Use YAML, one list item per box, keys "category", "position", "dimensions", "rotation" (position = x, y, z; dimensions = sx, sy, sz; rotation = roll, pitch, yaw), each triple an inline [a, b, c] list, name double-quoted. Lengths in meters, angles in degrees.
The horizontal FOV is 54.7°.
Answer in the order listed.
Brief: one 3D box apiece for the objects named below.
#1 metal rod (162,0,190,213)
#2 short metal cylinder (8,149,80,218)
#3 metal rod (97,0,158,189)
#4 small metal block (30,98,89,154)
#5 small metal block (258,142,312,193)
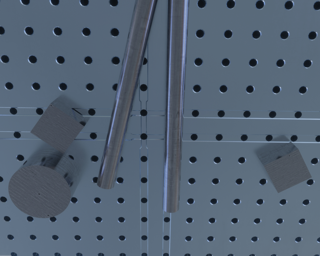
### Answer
- category: "metal rod"
  position: [0.019, -0.022, 0.405]
  dimensions: [0.025, 0.025, 0.298]
  rotation: [1, 110, -1]
- category: "short metal cylinder"
  position: [-0.156, 0.075, 0.426]
  dimensions: [0.081, 0.050, 0.079]
  rotation: [0, 110, 0]
- category: "metal rod"
  position: [-0.041, -0.055, 0.392]
  dimensions: [0.025, 0.025, 0.298]
  rotation: [13, 110, -5]
- category: "small metal block"
  position: [-0.133, -0.003, 0.411]
  dimensions: [0.050, 0.025, 0.050]
  rotation: [37, 106, -13]
- category: "small metal block"
  position: [0.175, 0.055, 0.435]
  dimensions: [0.050, 0.025, 0.050]
  rotation: [-29, 108, 10]
